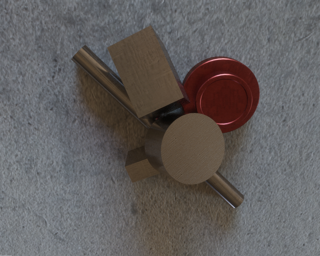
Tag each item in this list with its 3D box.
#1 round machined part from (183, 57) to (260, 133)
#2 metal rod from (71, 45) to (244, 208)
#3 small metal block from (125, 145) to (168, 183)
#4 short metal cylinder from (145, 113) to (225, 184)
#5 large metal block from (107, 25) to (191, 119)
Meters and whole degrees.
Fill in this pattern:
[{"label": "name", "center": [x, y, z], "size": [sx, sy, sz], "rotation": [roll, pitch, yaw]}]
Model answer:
[{"label": "round machined part", "center": [0.076, -0.038, 0.388], "size": [0.099, 0.042, 0.097], "rotation": [0, 110, -1]}, {"label": "metal rod", "center": [0.007, 0.007, 0.414], "size": [0.025, 0.025, 0.300], "rotation": [-43, 105, 14]}, {"label": "small metal block", "center": [-0.017, 0.043, 0.414], "size": [0.050, 0.050, 0.025], "rotation": [-20, 108, 6]}, {"label": "short metal cylinder", "center": [0.028, 0.022, 0.366], "size": [0.081, 0.050, 0.079], "rotation": [-1, 93, -23]}, {"label": "large metal block", "center": [-0.008, -0.057, 0.349], "size": [0.050, 0.080, 0.080], "rotation": [-25, 86, 10]}]
